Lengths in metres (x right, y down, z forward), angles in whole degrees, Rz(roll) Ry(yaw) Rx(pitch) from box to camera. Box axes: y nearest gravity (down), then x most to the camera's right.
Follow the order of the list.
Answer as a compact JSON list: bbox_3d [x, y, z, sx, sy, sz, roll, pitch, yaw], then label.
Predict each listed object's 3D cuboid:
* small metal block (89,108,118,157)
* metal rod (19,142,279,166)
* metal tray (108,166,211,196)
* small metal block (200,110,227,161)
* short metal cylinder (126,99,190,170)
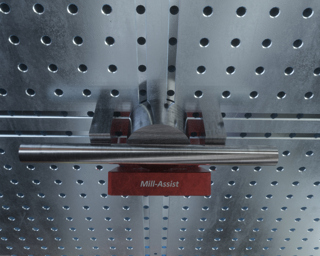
[{"bbox_3d":[-0.072,0.009,0.403,0.025,0.050,0.050,-1,130,0],"label":"small metal block"},{"bbox_3d":[-0.013,0.031,0.372,0.302,0.025,0.025,1,130,-1],"label":"metal rod"},{"bbox_3d":[-0.001,0.072,0.433,0.131,0.090,0.030,0,87,-1],"label":"metal tray"},{"bbox_3d":[0.068,0.012,0.406,0.025,0.050,0.050,-1,130,0],"label":"small metal block"},{"bbox_3d":[-0.002,0.010,0.403,0.081,0.050,0.079,0,130,0],"label":"short metal cylinder"}]
